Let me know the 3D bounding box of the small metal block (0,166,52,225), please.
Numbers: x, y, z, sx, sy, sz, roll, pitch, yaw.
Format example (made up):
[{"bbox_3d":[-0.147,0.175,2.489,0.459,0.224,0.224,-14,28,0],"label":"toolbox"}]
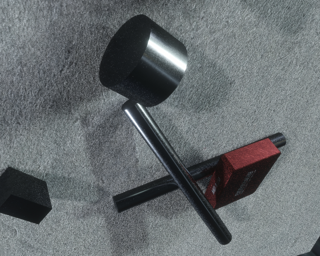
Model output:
[{"bbox_3d":[-0.156,0.077,0.354,0.025,0.050,0.050,-48,129,6],"label":"small metal block"}]

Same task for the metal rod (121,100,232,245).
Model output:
[{"bbox_3d":[0.037,0.078,0.446,0.025,0.025,0.299,-37,120,-4],"label":"metal rod"}]

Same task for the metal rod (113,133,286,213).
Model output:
[{"bbox_3d":[0.073,0.064,0.488,0.302,0.025,0.025,-18,126,-18],"label":"metal rod"}]

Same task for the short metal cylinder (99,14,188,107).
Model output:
[{"bbox_3d":[-0.018,-0.068,0.320,0.050,0.080,0.080,26,104,-38],"label":"short metal cylinder"}]

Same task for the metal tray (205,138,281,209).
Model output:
[{"bbox_3d":[0.128,0.077,0.497,0.091,0.030,0.129,-17,145,-20],"label":"metal tray"}]
